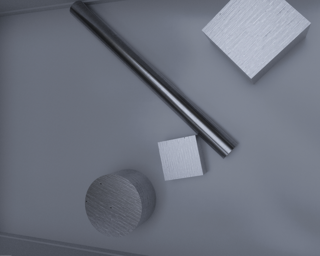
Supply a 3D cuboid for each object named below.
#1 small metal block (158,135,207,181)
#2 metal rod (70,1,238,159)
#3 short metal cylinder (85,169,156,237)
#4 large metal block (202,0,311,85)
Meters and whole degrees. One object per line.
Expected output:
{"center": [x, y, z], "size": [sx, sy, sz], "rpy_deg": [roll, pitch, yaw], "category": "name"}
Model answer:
{"center": [0.029, 0.038, 0.400], "size": [0.050, 0.025, 0.050], "rpy_deg": [-12, 86, 19], "category": "small metal block"}
{"center": [-0.017, -0.073, 0.415], "size": [0.300, 0.025, 0.025], "rpy_deg": [44, 104, 14], "category": "metal rod"}
{"center": [-0.052, 0.098, 0.414], "size": [0.080, 0.050, 0.079], "rpy_deg": [0, 90, 19], "category": "short metal cylinder"}
{"center": [0.110, -0.110, 0.358], "size": [0.080, 0.050, 0.080], "rpy_deg": [-44, 77, 14], "category": "large metal block"}
